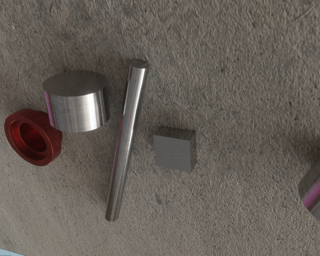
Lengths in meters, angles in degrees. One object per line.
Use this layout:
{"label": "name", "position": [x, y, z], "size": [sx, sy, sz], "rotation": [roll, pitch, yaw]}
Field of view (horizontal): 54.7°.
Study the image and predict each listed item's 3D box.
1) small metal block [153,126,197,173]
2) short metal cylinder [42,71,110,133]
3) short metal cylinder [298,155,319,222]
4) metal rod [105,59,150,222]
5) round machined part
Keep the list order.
{"label": "small metal block", "position": [0.021, 0.028, 0.413], "size": [0.050, 0.025, 0.050], "rotation": [9, 122, 23]}
{"label": "short metal cylinder", "position": [-0.107, -0.037, 0.405], "size": [0.080, 0.080, 0.050], "rotation": [15, 124, 20]}
{"label": "short metal cylinder", "position": [0.189, 0.061, 0.309], "size": [0.080, 0.080, 0.050], "rotation": [26, 128, 12]}
{"label": "metal rod", "position": [-0.055, 0.039, 0.459], "size": [0.025, 0.025, 0.298], "rotation": [24, 127, 13]}
{"label": "round machined part", "position": [-0.201, 0.011, 0.509], "size": [0.098, 0.042, 0.097], "rotation": [13, 124, 21]}
